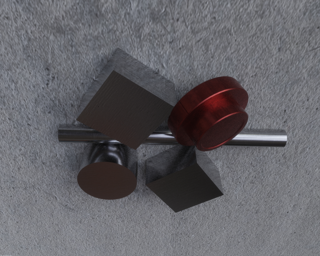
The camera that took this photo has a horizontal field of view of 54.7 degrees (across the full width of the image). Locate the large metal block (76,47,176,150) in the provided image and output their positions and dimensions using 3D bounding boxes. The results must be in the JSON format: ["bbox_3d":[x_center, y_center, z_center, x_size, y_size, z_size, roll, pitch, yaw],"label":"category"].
[{"bbox_3d":[-0.038,-0.031,0.362,0.080,0.050,0.080,30,124,-23],"label":"large metal block"}]

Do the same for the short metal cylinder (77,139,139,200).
[{"bbox_3d":[-0.072,0.057,0.440,0.081,0.050,0.079,0,130,0],"label":"short metal cylinder"}]

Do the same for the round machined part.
[{"bbox_3d":[0.062,-0.009,0.360,0.099,0.042,0.098,-23,150,-14],"label":"round machined part"}]

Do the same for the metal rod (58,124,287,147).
[{"bbox_3d":[0.018,0.011,0.420,0.302,0.025,0.025,1,130,-2],"label":"metal rod"}]

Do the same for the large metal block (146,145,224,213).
[{"bbox_3d":[0.036,0.071,0.453,0.080,0.050,0.080,-26,126,20],"label":"large metal block"}]
